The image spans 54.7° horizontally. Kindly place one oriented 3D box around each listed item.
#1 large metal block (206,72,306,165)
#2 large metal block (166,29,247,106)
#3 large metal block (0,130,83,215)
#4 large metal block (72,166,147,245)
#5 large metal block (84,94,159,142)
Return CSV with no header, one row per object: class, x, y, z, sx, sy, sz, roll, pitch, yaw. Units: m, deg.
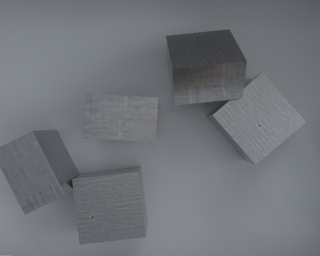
large metal block,0.120,-0.011,0.400,0.080,0.050,0.080,-41,90,0
large metal block,0.053,-0.076,0.378,0.080,0.080,0.050,-6,132,0
large metal block,-0.145,0.049,0.383,0.050,0.080,0.080,-27,90,0
large metal block,-0.061,0.097,0.398,0.080,0.050,0.080,-7,90,0
large metal block,-0.043,-0.011,0.383,0.080,0.080,0.050,3,90,0
